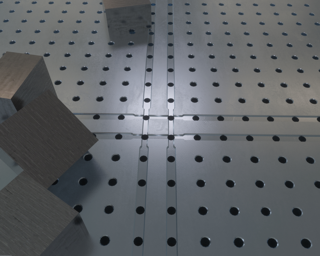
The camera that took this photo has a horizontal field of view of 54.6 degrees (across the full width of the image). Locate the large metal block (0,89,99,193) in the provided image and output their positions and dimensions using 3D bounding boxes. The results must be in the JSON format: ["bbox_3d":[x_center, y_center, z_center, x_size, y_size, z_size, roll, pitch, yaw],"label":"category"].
[{"bbox_3d":[-0.133,0.017,0.353,0.080,0.050,0.080,47,58,-8],"label":"large metal block"}]

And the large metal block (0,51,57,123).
[{"bbox_3d":[-0.183,-0.041,0.405,0.050,0.080,0.080,9,51,8],"label":"large metal block"}]

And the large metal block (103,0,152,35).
[{"bbox_3d":[-0.064,-0.224,0.580,0.081,0.050,0.080,-11,51,-9],"label":"large metal block"}]

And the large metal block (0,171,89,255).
[{"bbox_3d":[-0.132,0.103,0.304,0.080,0.050,0.080,28,55,21],"label":"large metal block"}]
